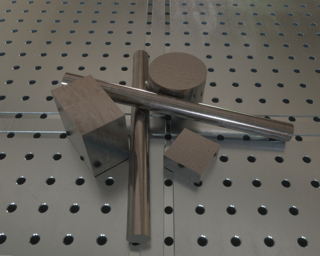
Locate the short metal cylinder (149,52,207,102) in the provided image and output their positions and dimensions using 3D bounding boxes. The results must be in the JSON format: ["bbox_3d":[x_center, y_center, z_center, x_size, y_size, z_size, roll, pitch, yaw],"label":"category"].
[{"bbox_3d":[0.025,-0.064,0.445,0.081,0.050,0.080,0,50,0],"label":"short metal cylinder"}]

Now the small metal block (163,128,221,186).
[{"bbox_3d":[0.039,0.034,0.380,0.050,0.025,0.050,27,55,20],"label":"small metal block"}]

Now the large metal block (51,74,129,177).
[{"bbox_3d":[-0.081,-0.003,0.372,0.050,0.080,0.080,-28,56,-22],"label":"large metal block"}]

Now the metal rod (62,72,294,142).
[{"bbox_3d":[0.023,-0.027,0.406,0.302,0.025,0.025,13,51,0],"label":"metal rod"}]

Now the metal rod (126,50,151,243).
[{"bbox_3d":[-0.026,-0.002,0.409,0.025,0.025,0.300,-1,50,-1],"label":"metal rod"}]
